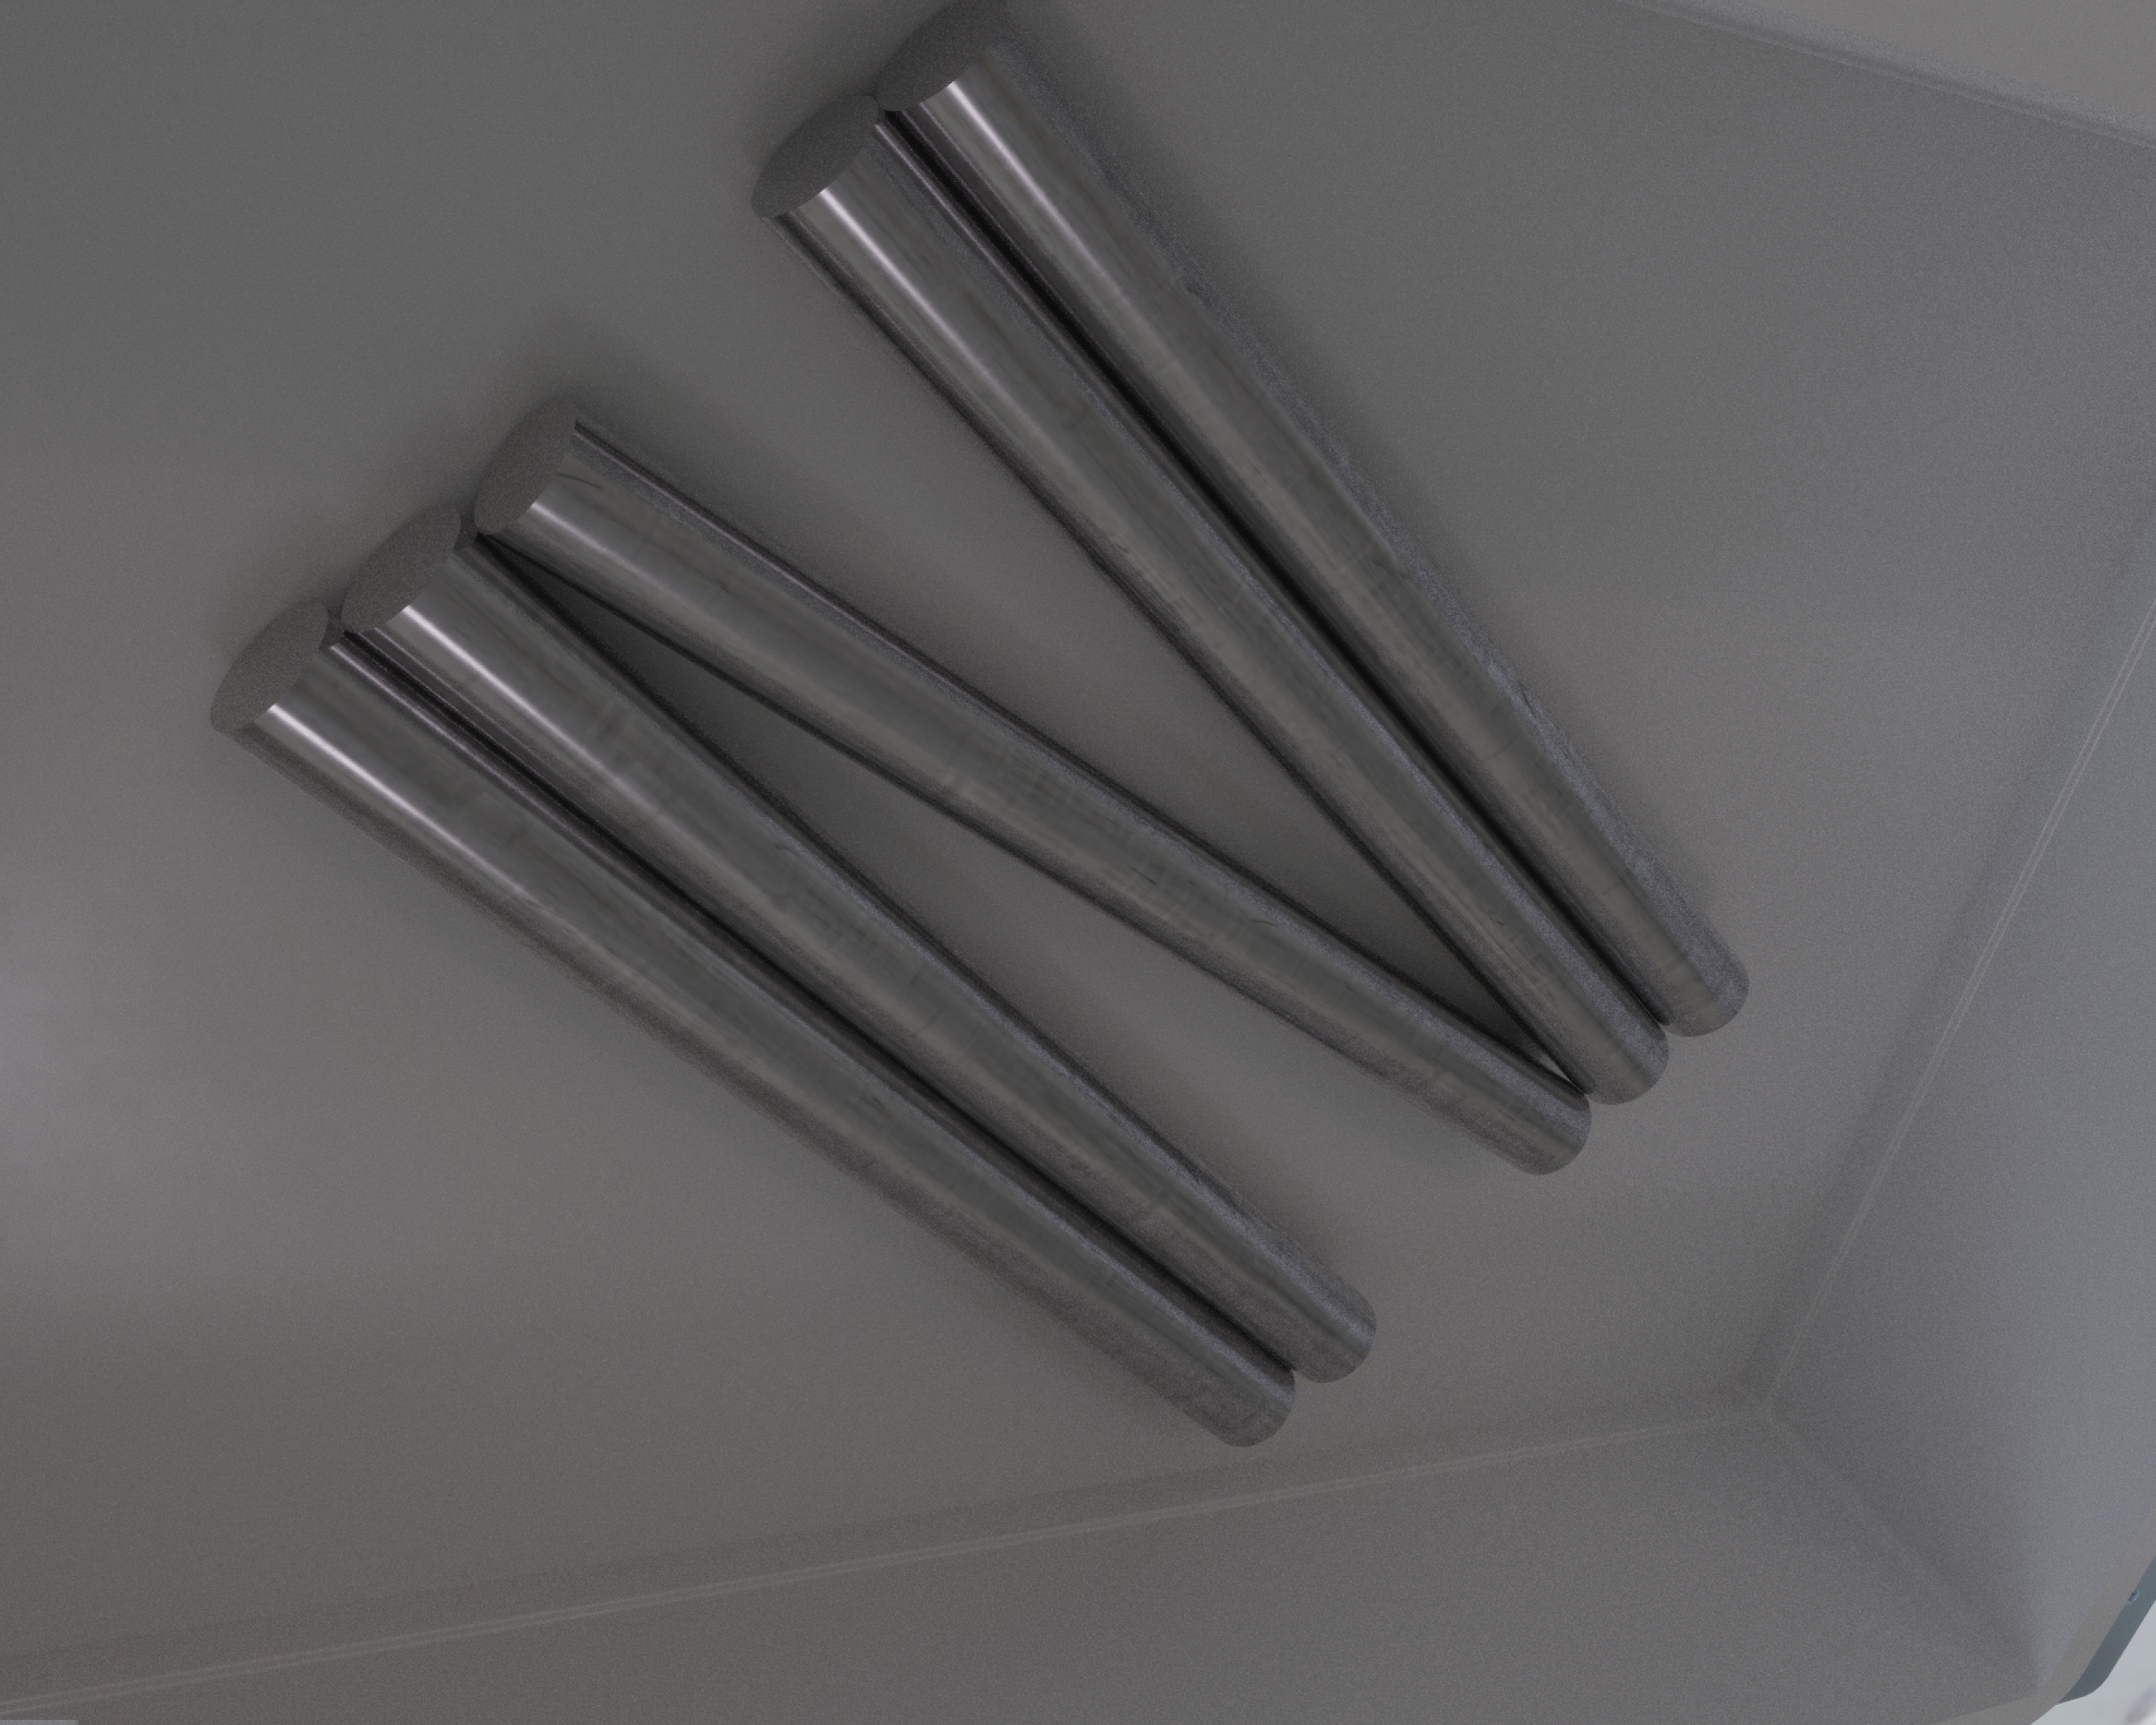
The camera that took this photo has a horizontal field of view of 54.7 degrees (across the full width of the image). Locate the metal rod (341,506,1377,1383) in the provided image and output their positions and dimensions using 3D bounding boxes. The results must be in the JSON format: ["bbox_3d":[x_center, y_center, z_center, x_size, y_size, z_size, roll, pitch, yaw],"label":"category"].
[{"bbox_3d":[-0.021,0.035,0.417,0.025,0.025,0.300,-44,129,2],"label":"metal rod"}]

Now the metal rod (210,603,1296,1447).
[{"bbox_3d":[-0.041,0.051,0.416,0.025,0.025,0.300,-44,129,2],"label":"metal rod"}]

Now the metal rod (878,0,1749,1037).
[{"bbox_3d":[0.065,-0.046,0.414,0.025,0.025,0.300,-45,129,3],"label":"metal rod"}]

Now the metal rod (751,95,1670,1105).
[{"bbox_3d":[0.046,-0.030,0.413,0.025,0.025,0.300,-45,129,3],"label":"metal rod"}]

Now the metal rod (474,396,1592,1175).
[{"bbox_3d":[0.014,0.002,0.416,0.301,0.025,0.025,32,100,-38],"label":"metal rod"}]
